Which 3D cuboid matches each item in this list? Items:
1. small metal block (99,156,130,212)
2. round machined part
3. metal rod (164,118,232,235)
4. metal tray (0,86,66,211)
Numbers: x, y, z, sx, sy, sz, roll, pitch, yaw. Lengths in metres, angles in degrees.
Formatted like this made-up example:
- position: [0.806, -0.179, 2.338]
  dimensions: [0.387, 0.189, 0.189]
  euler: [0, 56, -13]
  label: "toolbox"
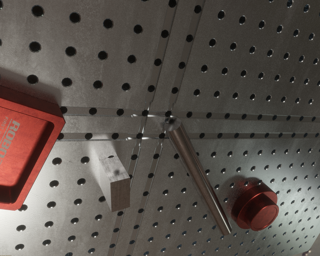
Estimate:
- position: [-0.060, 0.073, 0.409]
  dimensions: [0.025, 0.050, 0.050]
  euler: [-11, 123, -23]
  label: "small metal block"
- position: [0.194, 0.164, 0.611]
  dimensions: [0.099, 0.042, 0.097]
  euler: [-14, 125, -21]
  label: "round machined part"
- position: [0.073, 0.097, 0.513]
  dimensions: [0.025, 0.025, 0.299]
  euler: [-34, 129, -6]
  label: "metal rod"
- position: [-0.171, 0.024, 0.329]
  dimensions: [0.091, 0.030, 0.129]
  euler: [21, 107, -36]
  label: "metal tray"
